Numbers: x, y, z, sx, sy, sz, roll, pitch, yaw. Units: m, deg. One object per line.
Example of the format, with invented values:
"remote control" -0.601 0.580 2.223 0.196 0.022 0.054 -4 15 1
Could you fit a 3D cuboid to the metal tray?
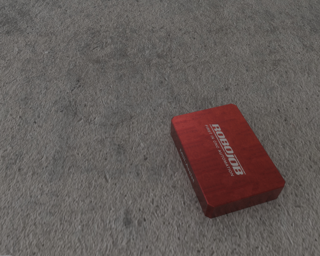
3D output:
"metal tray" 0.075 0.033 0.373 0.091 0.030 0.130 -13 51 -11
